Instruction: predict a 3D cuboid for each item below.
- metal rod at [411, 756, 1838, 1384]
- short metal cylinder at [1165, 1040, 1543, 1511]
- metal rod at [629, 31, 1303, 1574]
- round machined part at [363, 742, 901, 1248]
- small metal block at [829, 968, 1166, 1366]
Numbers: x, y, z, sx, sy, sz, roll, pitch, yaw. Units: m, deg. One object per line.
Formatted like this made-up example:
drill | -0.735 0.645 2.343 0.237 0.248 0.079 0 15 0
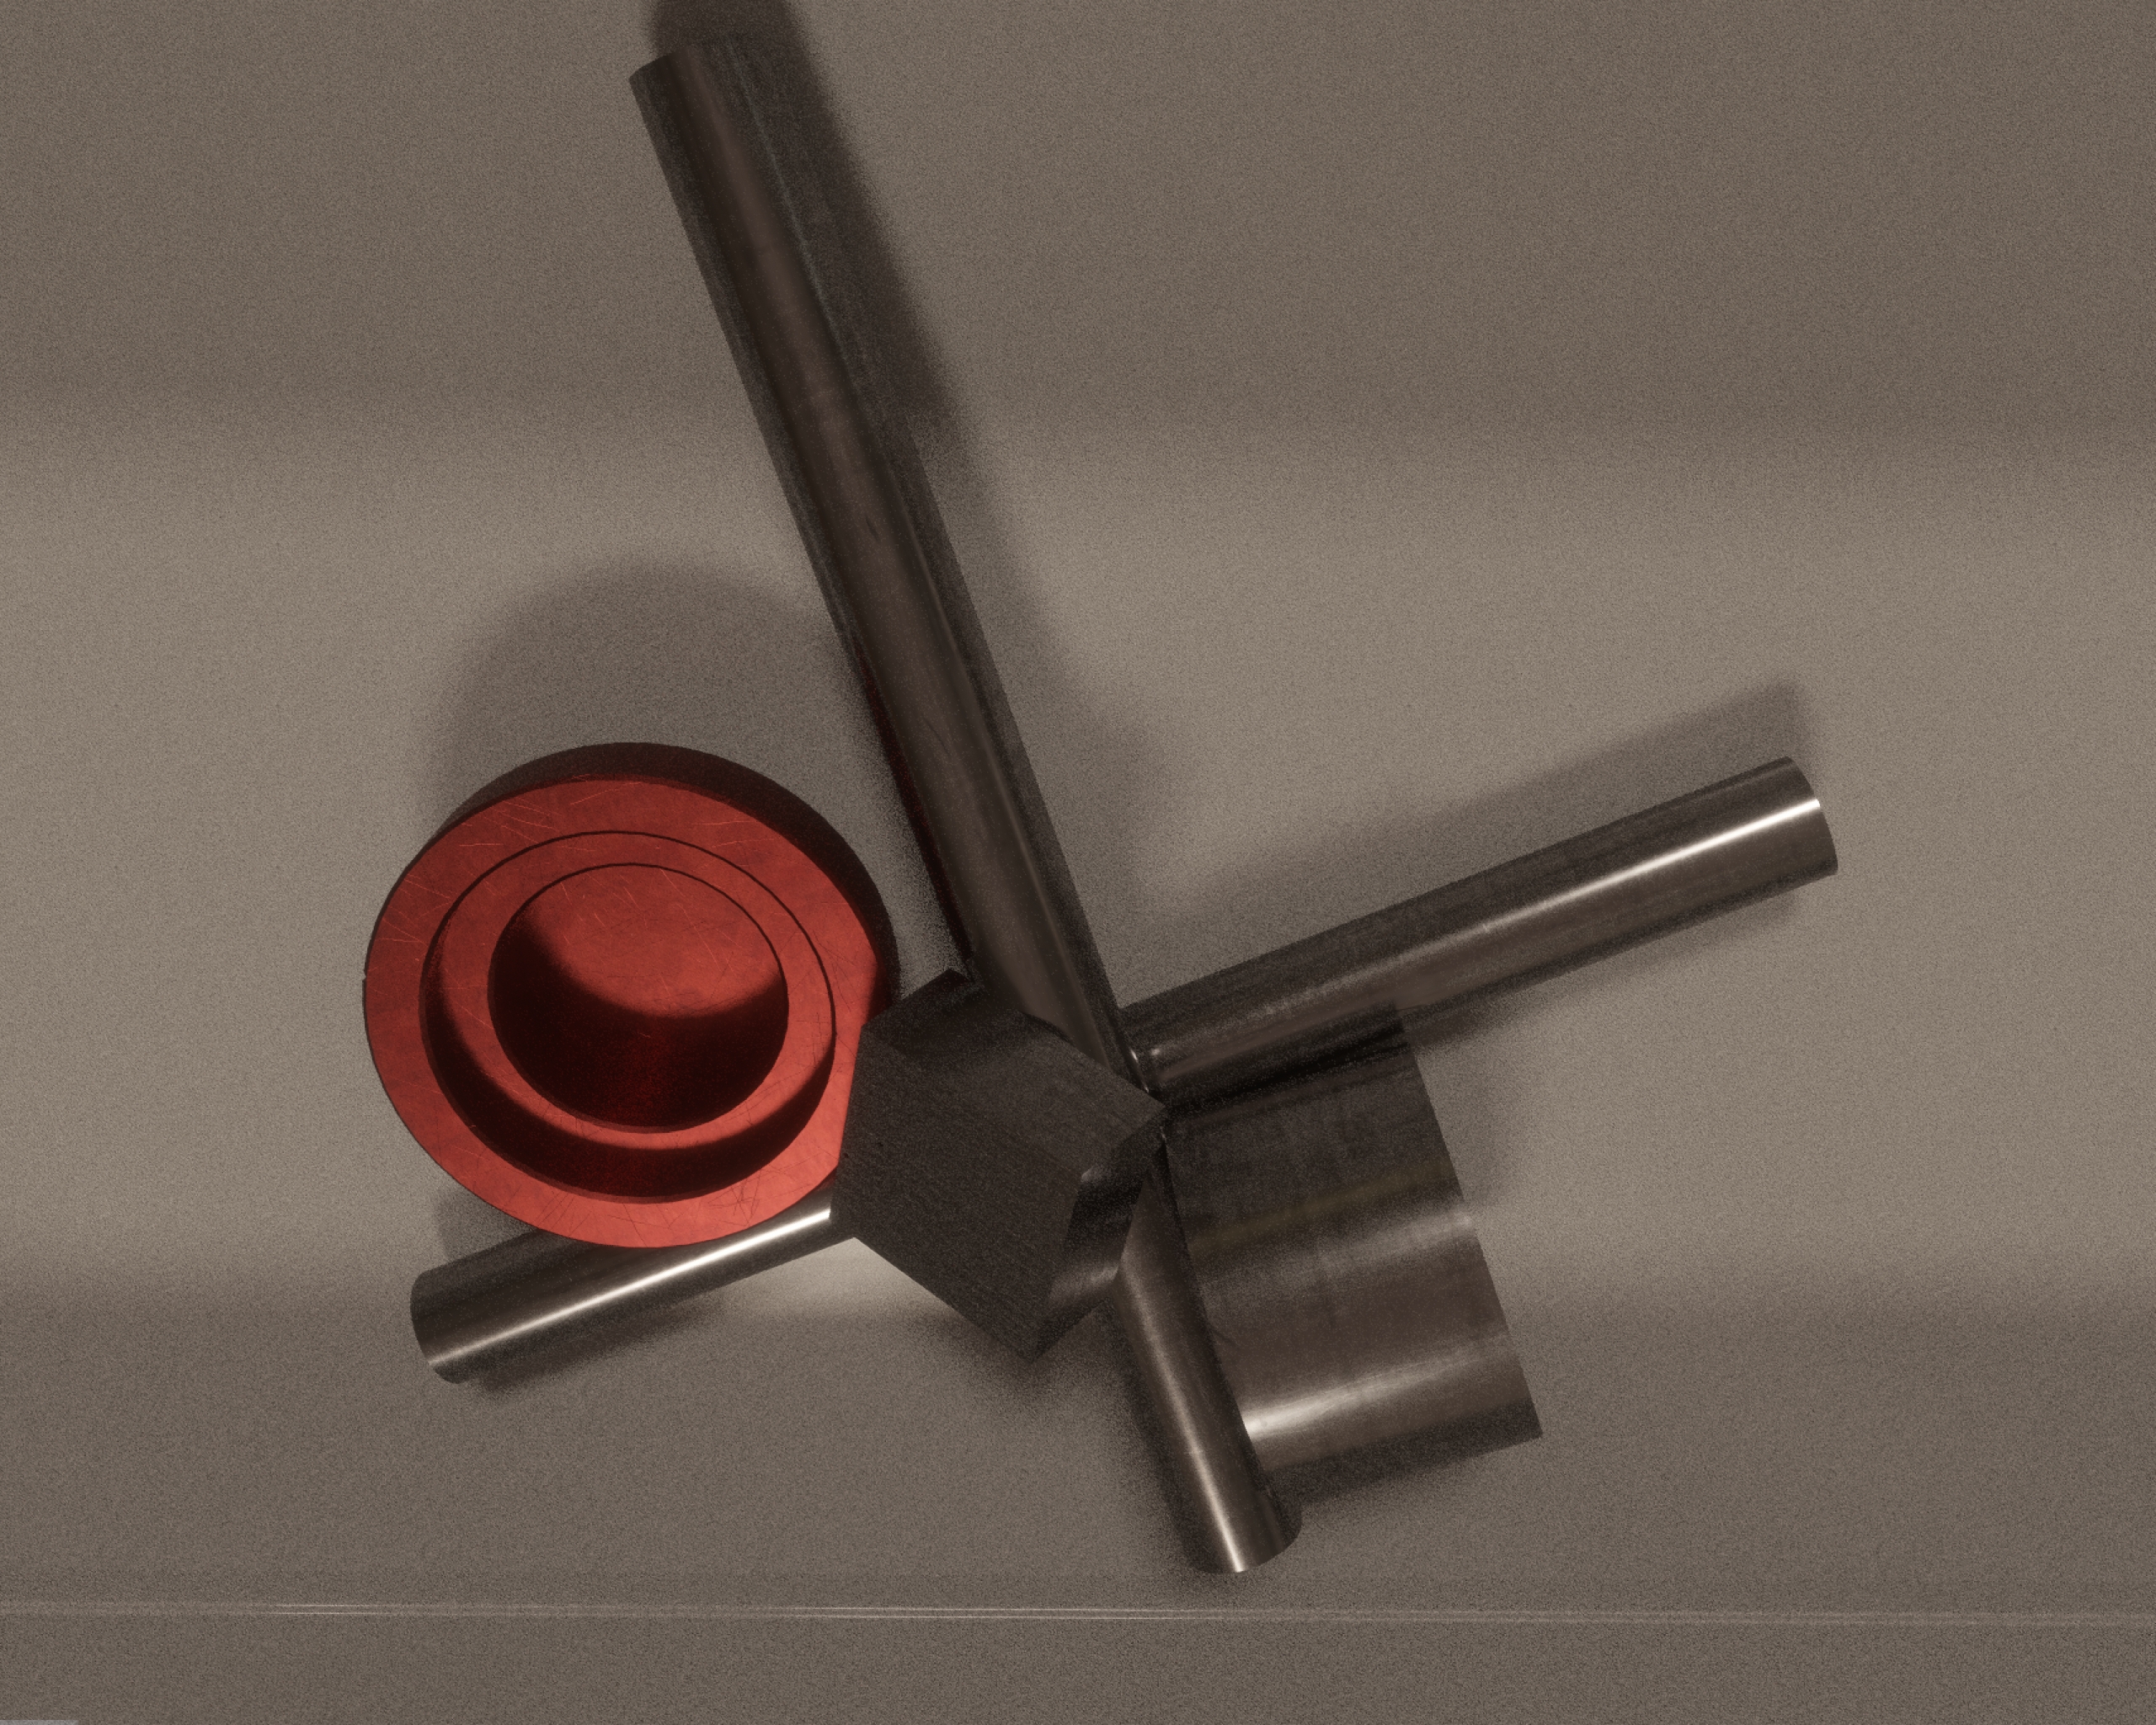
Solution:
metal rod | 0.004 0.045 0.426 0.301 0.025 0.025 -21 109 7
short metal cylinder | 0.054 0.081 0.411 0.050 0.080 0.080 -19 109 6
metal rod | -0.016 -0.001 0.390 0.025 0.025 0.298 -18 102 6
round machined part | -0.084 0.023 0.408 0.099 0.042 0.097 0 110 -1
small metal block | -0.016 0.056 0.386 0.050 0.025 0.050 31 129 23
